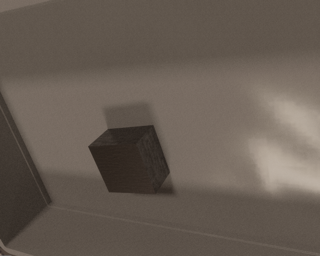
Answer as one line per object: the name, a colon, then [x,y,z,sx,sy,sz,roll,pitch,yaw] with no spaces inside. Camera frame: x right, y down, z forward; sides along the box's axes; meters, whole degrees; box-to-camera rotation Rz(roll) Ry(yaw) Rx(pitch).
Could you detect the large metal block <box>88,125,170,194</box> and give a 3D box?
large metal block: [-0.042,0.045,0.441,0.080,0.050,0.080,-5,116,30]
